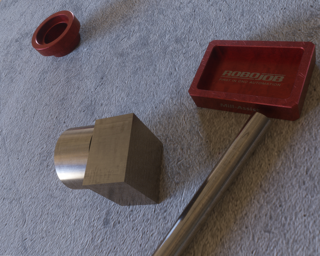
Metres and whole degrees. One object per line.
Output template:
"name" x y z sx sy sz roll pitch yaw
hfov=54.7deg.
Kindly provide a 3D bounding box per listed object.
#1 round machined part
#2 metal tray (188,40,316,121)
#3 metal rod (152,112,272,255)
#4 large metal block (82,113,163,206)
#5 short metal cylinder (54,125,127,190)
"round machined part" -0.195 -0.177 0.601 0.098 0.042 0.098 -13 56 20
"metal tray" 0.111 -0.063 0.380 0.130 0.030 0.090 12 67 32
"metal rod" 0.025 0.107 0.323 0.025 0.025 0.300 30 78 37
"large metal block" -0.038 0.040 0.363 0.050 0.080 0.080 -9 58 23
"short metal cylinder" -0.084 0.036 0.389 0.050 0.080 0.080 -7 59 24
